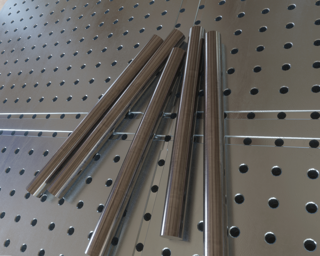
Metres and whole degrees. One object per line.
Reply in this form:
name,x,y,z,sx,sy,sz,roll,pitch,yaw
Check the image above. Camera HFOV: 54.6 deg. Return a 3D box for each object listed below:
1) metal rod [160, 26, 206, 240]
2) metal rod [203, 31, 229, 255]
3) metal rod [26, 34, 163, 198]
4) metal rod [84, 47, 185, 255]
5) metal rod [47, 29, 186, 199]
metal rod,0.034,-0.014,0.400,0.025,0.025,0.300,-5,59,26
metal rod,0.065,-0.002,0.376,0.025,0.025,0.300,-9,57,23
metal rod,-0.092,-0.023,0.471,0.025,0.025,0.300,31,79,38
metal rod,-0.023,0.018,0.411,0.025,0.025,0.300,8,66,32
metal rod,-0.059,-0.027,0.457,0.025,0.025,0.300,29,77,37
